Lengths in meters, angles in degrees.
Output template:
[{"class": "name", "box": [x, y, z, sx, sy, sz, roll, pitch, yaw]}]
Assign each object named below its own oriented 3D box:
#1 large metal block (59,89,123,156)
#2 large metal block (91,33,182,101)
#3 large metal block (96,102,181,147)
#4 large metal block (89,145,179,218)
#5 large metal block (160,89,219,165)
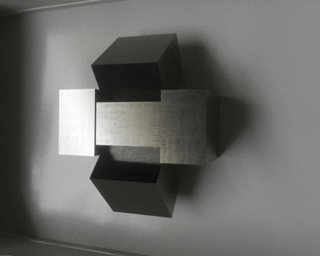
[{"class": "large metal block", "box": [-0.087, -0.007, 0.411, 0.050, 0.080, 0.080, 1, 90, 20]}, {"class": "large metal block", "box": [-0.024, -0.075, 0.382, 0.080, 0.080, 0.050, 2, 128, 20]}, {"class": "large metal block", "box": [-0.023, -0.005, 0.388, 0.080, 0.080, 0.050, 1, 91, 20]}, {"class": "large metal block", "box": [-0.027, 0.066, 0.382, 0.080, 0.080, 0.050, 1, 49, 19]}, {"class": "large metal block", "box": [0.038, -0.002, 0.367, 0.050, 0.080, 0.080, 1, 90, 20]}]
